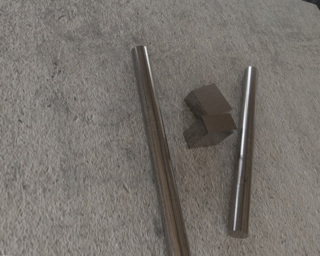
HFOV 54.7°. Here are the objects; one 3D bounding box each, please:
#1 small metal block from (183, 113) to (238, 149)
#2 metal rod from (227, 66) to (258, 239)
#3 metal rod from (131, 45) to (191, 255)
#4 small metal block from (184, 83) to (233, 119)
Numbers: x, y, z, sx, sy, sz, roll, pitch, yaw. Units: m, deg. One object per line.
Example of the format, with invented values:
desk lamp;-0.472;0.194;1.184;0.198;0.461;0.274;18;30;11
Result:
small metal block;0.068;0.005;0.423;0.050;0.050;0.025;-6;65;-31
metal rod;0.129;0.014;0.466;0.025;0.025;0.300;26;52;-13
metal rod;-0.003;0.018;0.392;0.025;0.025;0.299;3;60;-27
small metal block;0.073;-0.036;0.467;0.050;0.025;0.050;-22;74;-36
